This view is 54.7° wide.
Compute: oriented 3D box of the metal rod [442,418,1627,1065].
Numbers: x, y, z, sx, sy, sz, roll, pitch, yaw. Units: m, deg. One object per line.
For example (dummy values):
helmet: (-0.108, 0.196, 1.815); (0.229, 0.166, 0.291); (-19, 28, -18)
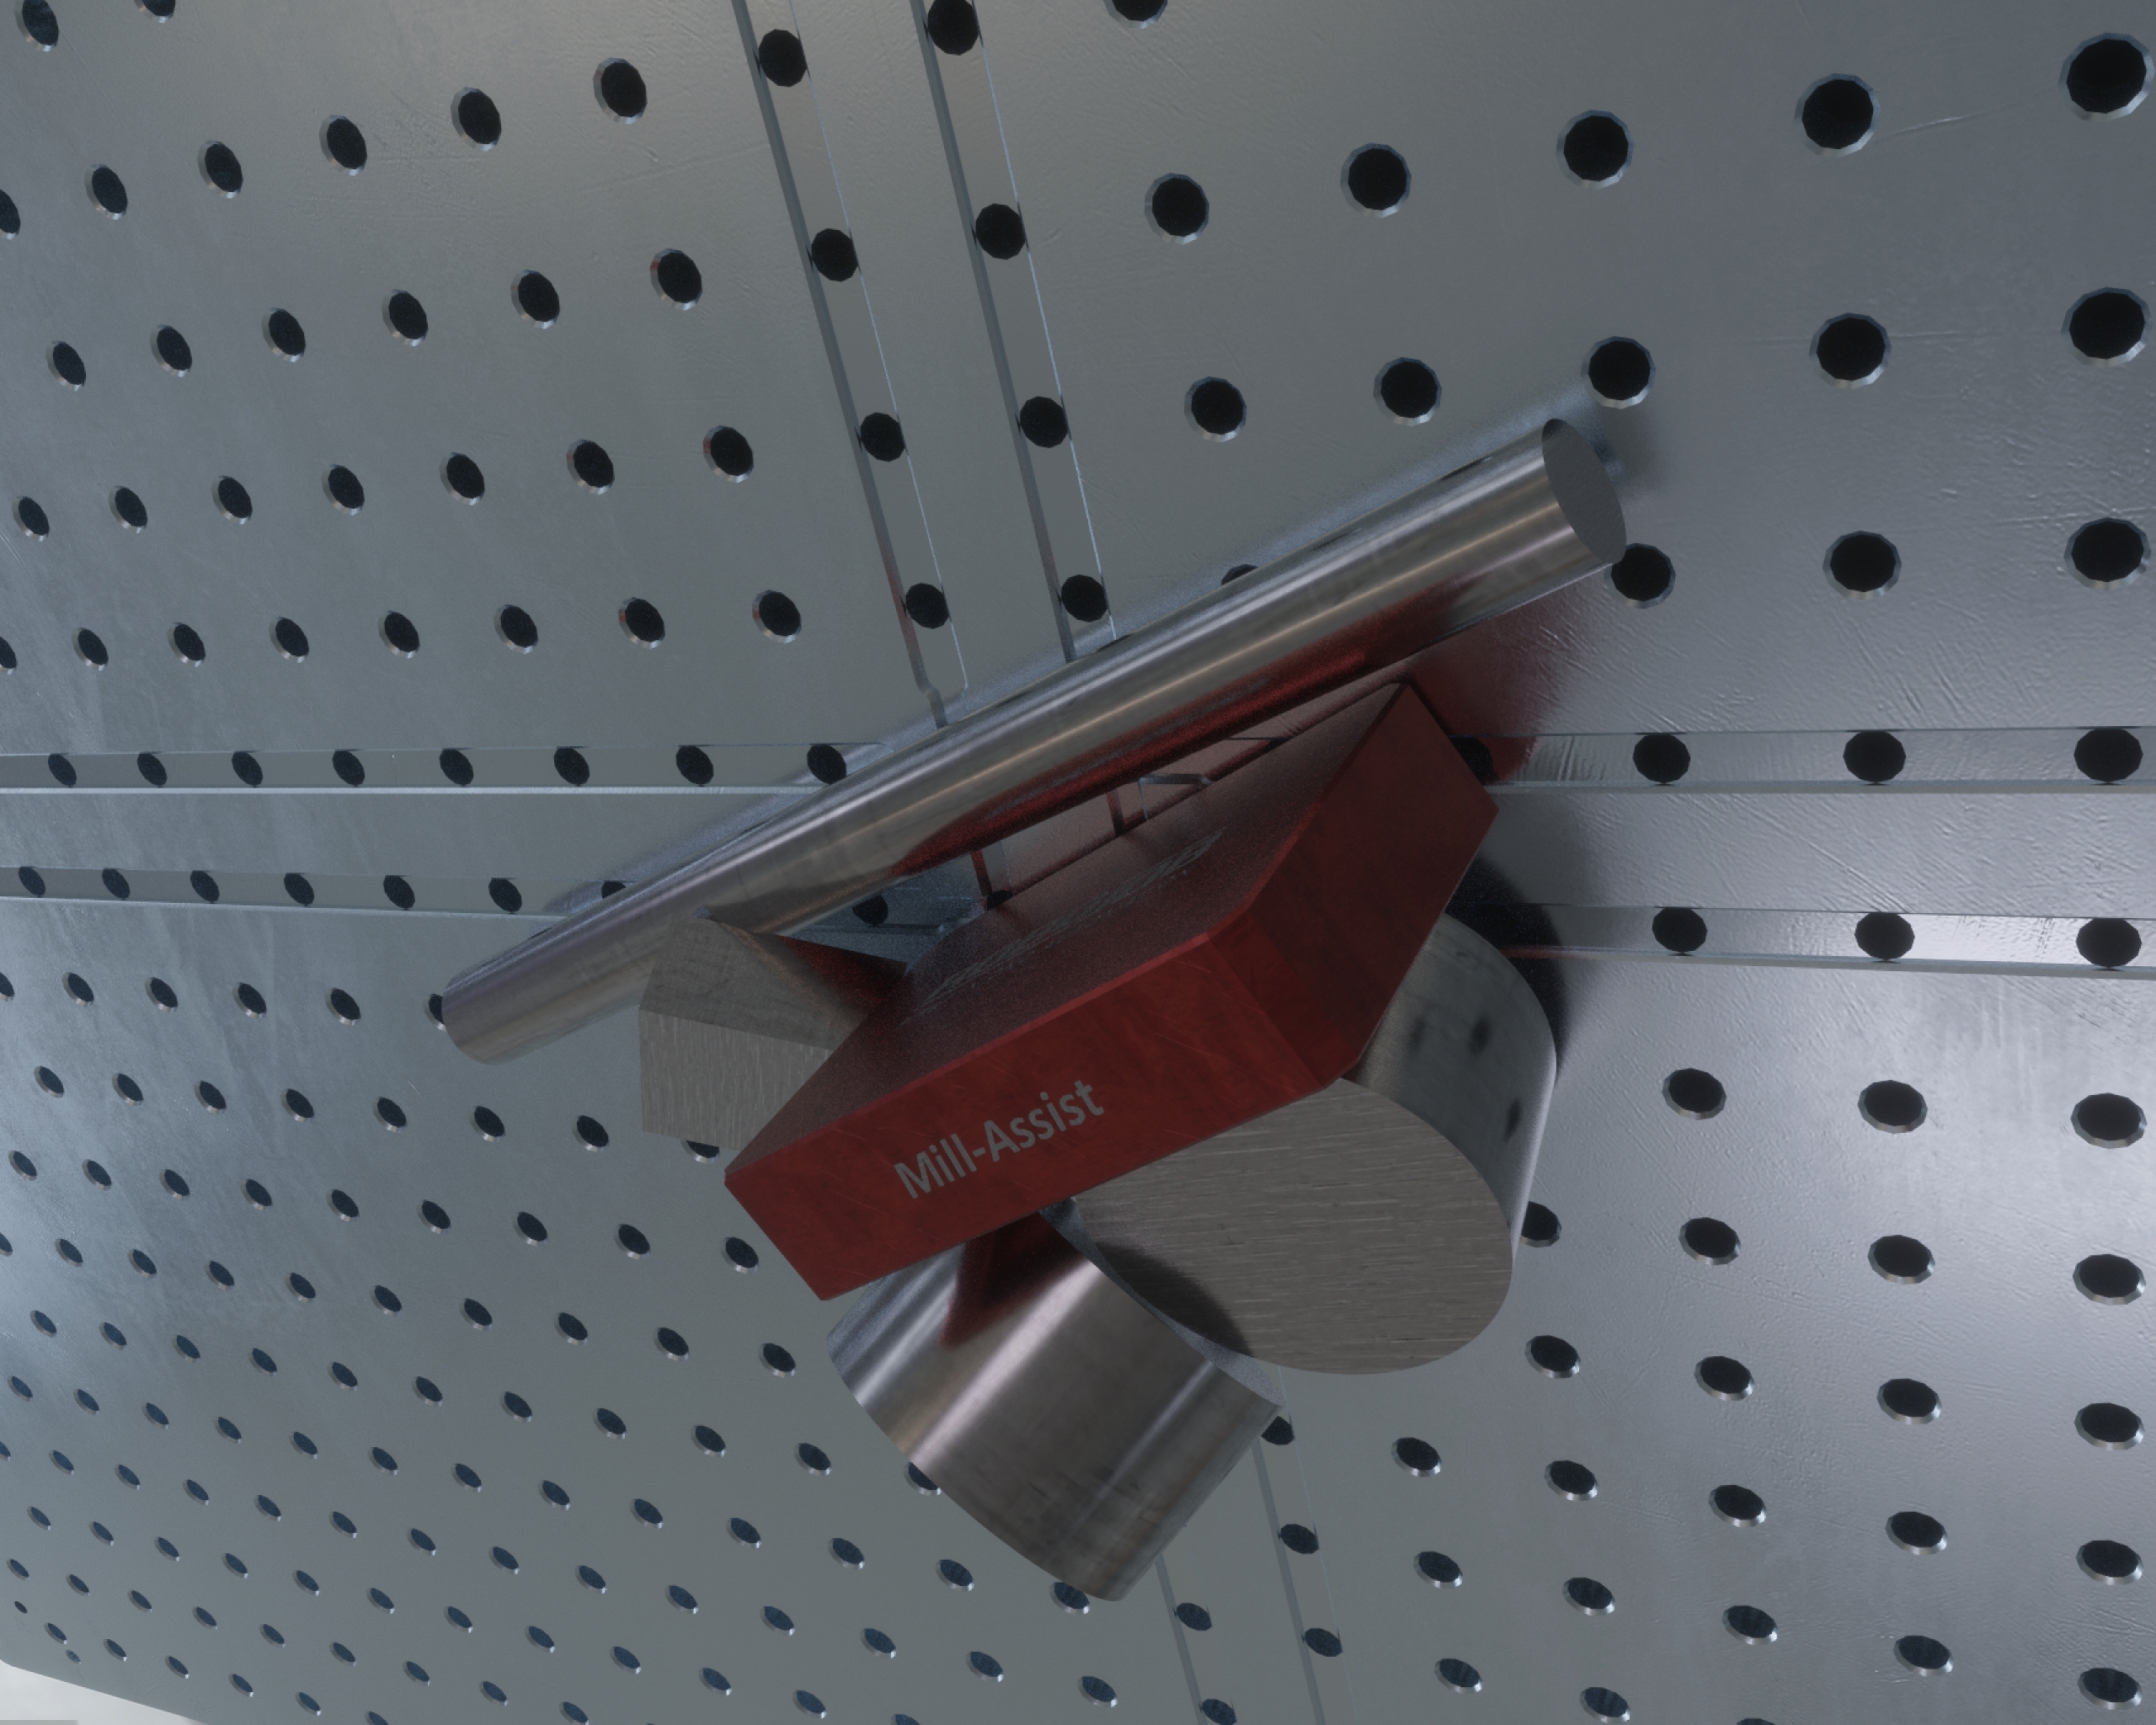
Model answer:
metal rod: (-0.031, -0.011, 0.416); (0.299, 0.025, 0.025); (-23, 106, 36)

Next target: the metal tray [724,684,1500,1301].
metal tray: (0.005, 0.024, 0.377); (0.130, 0.090, 0.030); (-30, 102, 37)

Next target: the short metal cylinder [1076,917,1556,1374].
short metal cylinder: (0.045, 0.050, 0.391); (0.080, 0.050, 0.079); (12, 131, 14)

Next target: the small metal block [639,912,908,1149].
small metal block: (-0.066, 0.040, 0.449); (0.050, 0.025, 0.050); (12, 142, -1)

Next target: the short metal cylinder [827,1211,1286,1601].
short metal cylinder: (-0.004, 0.104, 0.428); (0.080, 0.080, 0.050); (40, 88, 0)
